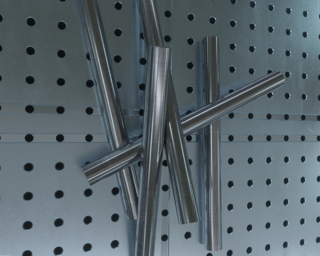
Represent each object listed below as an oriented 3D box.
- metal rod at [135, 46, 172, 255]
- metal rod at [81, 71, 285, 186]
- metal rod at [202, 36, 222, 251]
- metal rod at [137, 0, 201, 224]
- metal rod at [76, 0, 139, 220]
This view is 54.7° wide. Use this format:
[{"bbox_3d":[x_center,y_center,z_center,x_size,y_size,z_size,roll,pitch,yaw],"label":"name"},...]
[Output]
[{"bbox_3d":[-0.011,0.058,0.364,0.025,0.025,0.298,-2,108,-20],"label":"metal rod"},{"bbox_3d":[0.043,-0.008,0.402,0.302,0.025,0.025,-26,99,-18],"label":"metal rod"},{"bbox_3d":[0.074,0.022,0.441,0.025,0.025,0.298,-1,90,-20],"label":"metal rod"},{"bbox_3d":[0.006,-0.039,0.374,0.025,0.025,0.299,-6,76,-20],"label":"metal rod"},{"bbox_3d":[-0.062,-0.031,0.390,0.025,0.025,0.298,-14,95,-20],"label":"metal rod"}]
